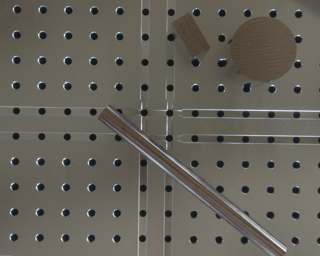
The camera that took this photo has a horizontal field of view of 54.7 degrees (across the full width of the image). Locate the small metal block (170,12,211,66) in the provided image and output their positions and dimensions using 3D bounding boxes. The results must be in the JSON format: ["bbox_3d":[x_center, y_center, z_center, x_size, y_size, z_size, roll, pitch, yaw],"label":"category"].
[{"bbox_3d":[0.038,-0.113,0.401,0.025,0.050,0.050,-31,90,0],"label":"small metal block"}]

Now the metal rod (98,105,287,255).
[{"bbox_3d":[0.043,0.073,0.413,0.300,0.025,0.025,39,90,0],"label":"metal rod"}]

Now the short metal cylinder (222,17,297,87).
[{"bbox_3d":[0.126,-0.096,0.402,0.081,0.050,0.080,0,90,0],"label":"short metal cylinder"}]
